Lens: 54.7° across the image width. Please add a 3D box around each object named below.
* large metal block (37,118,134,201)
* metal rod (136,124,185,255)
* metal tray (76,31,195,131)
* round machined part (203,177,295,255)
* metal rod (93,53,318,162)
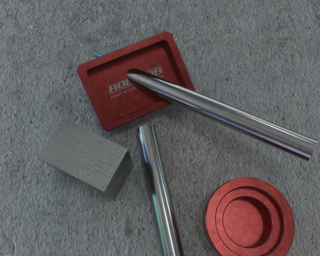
[{"bbox_3d":[-0.081,0.040,0.363,0.080,0.080,0.050,25,72,8],"label":"large metal block"},{"bbox_3d":[0.013,0.138,0.357,0.025,0.025,0.299,-12,70,-5],"label":"metal rod"},{"bbox_3d":[-0.031,-0.061,0.409,0.131,0.030,0.090,-24,96,-9],"label":"metal tray"},{"bbox_3d":[0.099,0.109,0.360,0.099,0.042,0.098,0,70,-1],"label":"round machined part"},{"bbox_3d":[0.037,-0.035,0.385,0.301,0.025,0.025,25,71,22],"label":"metal rod"}]
